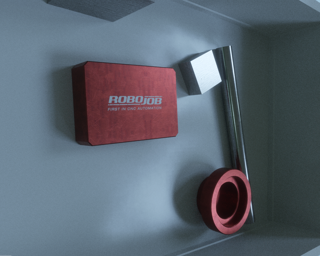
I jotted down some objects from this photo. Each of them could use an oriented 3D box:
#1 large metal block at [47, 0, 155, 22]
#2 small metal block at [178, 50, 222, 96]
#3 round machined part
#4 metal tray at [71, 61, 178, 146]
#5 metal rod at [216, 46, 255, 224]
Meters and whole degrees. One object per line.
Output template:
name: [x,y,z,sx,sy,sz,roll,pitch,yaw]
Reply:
large metal block: [-0.061,-0.154,0.320,0.081,0.080,0.050,1,89,-40]
small metal block: [0.060,-0.082,0.459,0.050,0.025,0.050,-35,112,-35]
round machined part: [0.095,0.110,0.478,0.099,0.042,0.097,0,90,-40]
metal tray: [-0.037,-0.029,0.374,0.131,0.030,0.089,-5,93,-40]
metal rod: [0.127,0.016,0.516,0.025,0.025,0.298,-17,101,-39]
